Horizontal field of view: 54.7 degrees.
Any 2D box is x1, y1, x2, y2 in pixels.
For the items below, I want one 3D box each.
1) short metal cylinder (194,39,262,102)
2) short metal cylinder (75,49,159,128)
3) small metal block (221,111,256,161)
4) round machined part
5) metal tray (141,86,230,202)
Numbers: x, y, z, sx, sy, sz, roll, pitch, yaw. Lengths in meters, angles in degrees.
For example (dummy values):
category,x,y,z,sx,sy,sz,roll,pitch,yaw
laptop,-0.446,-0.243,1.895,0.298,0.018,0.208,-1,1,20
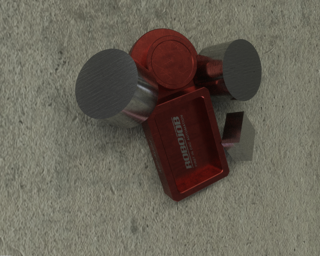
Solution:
category,x,y,z,sx,sy,sz,roll,pitch,yaw
short metal cylinder,0.092,-0.075,0.420,0.081,0.050,0.079,-2,93,-38
short metal cylinder,-0.049,-0.043,0.356,0.050,0.080,0.080,26,78,-63
small metal block,0.111,0.012,0.433,0.050,0.025,0.050,47,49,-41
round machined part,0.009,-0.082,0.405,0.099,0.042,0.097,0,90,-20
metal tray,0.034,0.020,0.408,0.091,0.030,0.129,-23,107,-19
